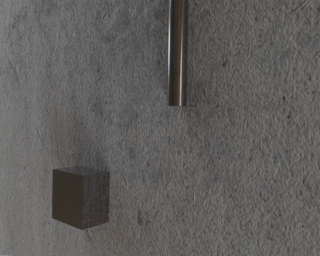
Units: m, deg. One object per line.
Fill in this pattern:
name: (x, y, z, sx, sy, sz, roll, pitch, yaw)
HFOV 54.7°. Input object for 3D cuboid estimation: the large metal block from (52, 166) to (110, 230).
large metal block: (-0.127, 0.107, 0.493, 0.080, 0.050, 0.079, 3, 92, 40)

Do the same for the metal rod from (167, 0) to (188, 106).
metal rod: (0.023, -0.176, 0.385, 0.025, 0.025, 0.298, 2, 91, 40)
